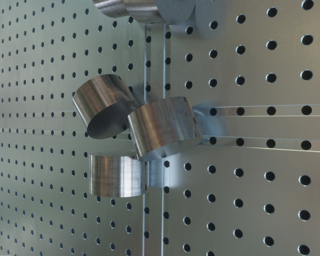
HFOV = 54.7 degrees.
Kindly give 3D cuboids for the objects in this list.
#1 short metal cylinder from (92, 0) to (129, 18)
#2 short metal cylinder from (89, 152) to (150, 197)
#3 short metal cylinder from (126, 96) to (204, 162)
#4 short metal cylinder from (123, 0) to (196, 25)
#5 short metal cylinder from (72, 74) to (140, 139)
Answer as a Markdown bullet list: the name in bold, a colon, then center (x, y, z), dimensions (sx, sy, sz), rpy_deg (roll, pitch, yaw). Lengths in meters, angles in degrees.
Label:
- **short metal cylinder**: center (-0.048, -0.191, 0.411), dimensions (0.050, 0.081, 0.079), rpy_deg (6, 94, 39)
- **short metal cylinder**: center (-0.054, 0.059, 0.416), dimensions (0.080, 0.081, 0.050), rpy_deg (1, 91, 39)
- **short metal cylinder**: center (0.006, 0.003, 0.367), dimensions (0.080, 0.081, 0.050), rpy_deg (-29, 72, 36)
- **short metal cylinder**: center (0.001, -0.166, 0.371), dimensions (0.050, 0.081, 0.079), rpy_deg (18, 101, 38)
- **short metal cylinder**: center (-0.074, -0.029, 0.432), dimensions (0.080, 0.081, 0.050), rpy_deg (-48, 62, 29)
